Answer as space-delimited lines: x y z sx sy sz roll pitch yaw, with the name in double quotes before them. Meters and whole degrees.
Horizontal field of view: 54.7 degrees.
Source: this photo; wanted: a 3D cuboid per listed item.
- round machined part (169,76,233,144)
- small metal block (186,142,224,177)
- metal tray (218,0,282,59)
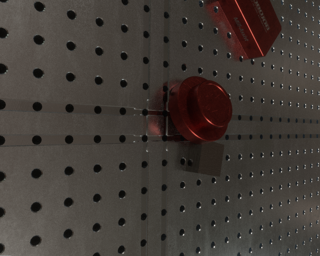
"round machined part" 0.064 -0.029 0.438 0.099 0.042 0.098 14 66 -34
"small metal block" 0.069 0.045 0.470 0.050 0.025 0.050 16 80 -39
"metal tray" 0.162 -0.200 0.544 0.130 0.030 0.090 51 60 -28
